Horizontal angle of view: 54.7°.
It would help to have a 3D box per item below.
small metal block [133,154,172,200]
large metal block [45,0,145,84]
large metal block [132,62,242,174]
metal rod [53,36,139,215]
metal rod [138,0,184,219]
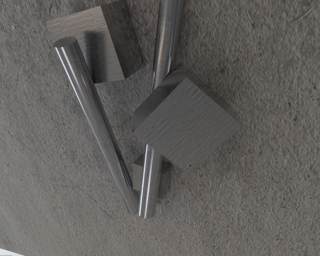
[{"bbox_3d":[-0.012,0.072,0.458,0.050,0.025,0.050,16,125,19],"label":"small metal block"},{"bbox_3d":[-0.074,-0.099,0.368,0.080,0.050,0.080,-3,117,29],"label":"large metal block"},{"bbox_3d":[0.027,-0.010,0.340,0.080,0.050,0.080,38,110,-20],"label":"large metal block"},{"bbox_3d":[-0.070,0.022,0.417,0.025,0.025,0.298,7,134,24],"label":"metal rod"},{"bbox_3d":[-0.003,-0.008,0.382,0.025,0.025,0.298,17,119,18],"label":"metal rod"}]
